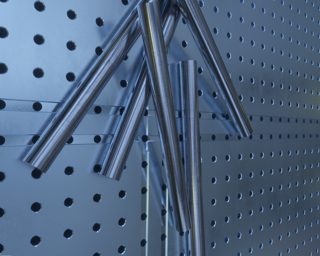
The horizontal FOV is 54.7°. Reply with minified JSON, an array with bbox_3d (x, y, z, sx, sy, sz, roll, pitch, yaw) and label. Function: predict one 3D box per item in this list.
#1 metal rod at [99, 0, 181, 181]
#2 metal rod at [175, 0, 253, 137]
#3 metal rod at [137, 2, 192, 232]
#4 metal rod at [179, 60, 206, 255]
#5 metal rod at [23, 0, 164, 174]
[{"bbox_3d":[-0.012,-0.078,0.401,0.025,0.025,0.299,31,71,-36],"label":"metal rod"},{"bbox_3d":[0.080,-0.098,0.457,0.025,0.025,0.299,-52,127,-27],"label":"metal rod"},{"bbox_3d":[0.009,0.000,0.394,0.025,0.025,0.298,-24,113,-38],"label":"metal rod"},{"bbox_3d":[0.048,0.053,0.451,0.025,0.025,0.298,-5,94,-40],"label":"metal rod"},{"bbox_3d":[-0.057,-0.082,0.362,0.025,0.025,0.300,44,64,-32],"label":"metal rod"}]
